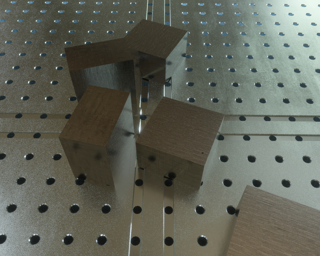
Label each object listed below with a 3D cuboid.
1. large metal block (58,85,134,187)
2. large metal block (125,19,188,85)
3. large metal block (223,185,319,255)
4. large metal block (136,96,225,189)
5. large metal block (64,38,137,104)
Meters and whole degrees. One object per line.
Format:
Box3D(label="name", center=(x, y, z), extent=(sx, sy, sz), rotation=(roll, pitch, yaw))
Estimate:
Box3D(label="large metal block", center=(-0.068, 0.009, 0.363), extent=(0.050, 0.080, 0.080), rotation=(11, 51, 9))
Box3D(label="large metal block", center=(-0.010, -0.123, 0.495), extent=(0.080, 0.050, 0.080), rotation=(21, 53, 16))
Box3D(label="large metal block", center=(0.109, 0.113, 0.298), extent=(0.080, 0.050, 0.080), rotation=(19, 52, 14))
Box3D(label="large metal block", center=(0.025, 0.016, 0.379), extent=(0.080, 0.050, 0.080), rotation=(18, 52, 14))
Box3D(label="large metal block", center=(-0.080, -0.071, 0.430), extent=(0.081, 0.080, 0.050), rotation=(-14, 52, -12))
